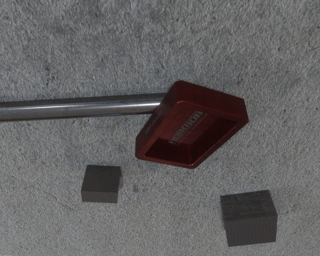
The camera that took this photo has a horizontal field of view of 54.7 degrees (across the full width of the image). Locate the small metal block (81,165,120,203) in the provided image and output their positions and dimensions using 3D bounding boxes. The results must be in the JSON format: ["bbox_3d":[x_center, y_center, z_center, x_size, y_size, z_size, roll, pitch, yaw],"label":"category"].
[{"bbox_3d":[-0.086,0.083,0.460,0.050,0.050,0.025,4,130,-4],"label":"small metal block"}]

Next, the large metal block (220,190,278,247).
[{"bbox_3d":[0.149,0.154,0.525,0.080,0.050,0.080,-9,130,7],"label":"large metal block"}]

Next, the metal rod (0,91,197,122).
[{"bbox_3d":[-0.096,-0.025,0.384,0.302,0.025,0.025,-3,130,2],"label":"metal rod"}]

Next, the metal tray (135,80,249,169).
[{"bbox_3d":[0.033,0.003,0.381,0.091,0.030,0.129,13,143,-21],"label":"metal tray"}]
